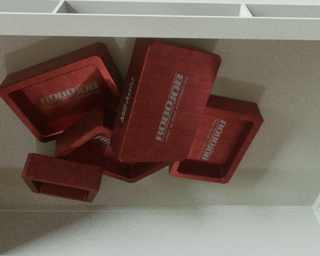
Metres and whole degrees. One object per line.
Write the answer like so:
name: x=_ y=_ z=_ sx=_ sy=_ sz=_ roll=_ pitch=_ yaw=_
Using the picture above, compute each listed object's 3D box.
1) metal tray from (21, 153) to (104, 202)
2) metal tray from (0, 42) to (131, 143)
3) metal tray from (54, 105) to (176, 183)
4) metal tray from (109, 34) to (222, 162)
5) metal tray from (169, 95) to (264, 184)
metal tray: x=-0.131 y=0.073 z=0.426 sx=0.091 sy=0.030 sz=0.129 roll=13 pitch=157 yaw=-12
metal tray: x=-0.108 y=-0.037 z=0.370 sx=0.130 sy=0.030 sz=0.090 roll=-16 pitch=129 yaw=12
metal tray: x=-0.054 y=0.027 z=0.398 sx=0.090 sy=0.030 sz=0.131 roll=-31 pitch=139 yaw=31
metal tray: x=0.005 y=-0.026 z=0.336 sx=0.091 sy=0.030 sz=0.129 roll=3 pitch=114 yaw=-33
metal tray: x=0.070 y=0.019 z=0.421 sx=0.091 sy=0.030 sz=0.129 roll=10 pitch=130 yaw=-9
